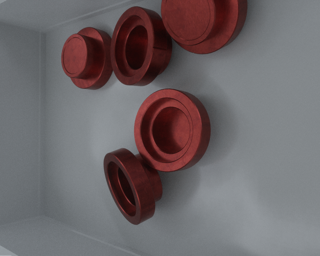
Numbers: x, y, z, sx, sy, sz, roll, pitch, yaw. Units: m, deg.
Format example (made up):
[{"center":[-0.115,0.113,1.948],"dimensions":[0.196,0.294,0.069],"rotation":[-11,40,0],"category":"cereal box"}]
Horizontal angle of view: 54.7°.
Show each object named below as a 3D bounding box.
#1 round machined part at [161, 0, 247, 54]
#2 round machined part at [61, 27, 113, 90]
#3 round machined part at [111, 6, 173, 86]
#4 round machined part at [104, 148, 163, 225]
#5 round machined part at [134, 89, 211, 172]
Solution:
[{"center":[0.040,-0.128,0.338],"dimensions":[0.098,0.042,0.097],"rotation":[22,128,31],"category":"round machined part"},{"center":[-0.120,-0.111,0.492],"dimensions":[0.098,0.042,0.097],"rotation":[0,90,39],"category":"round machined part"},{"center":[-0.021,-0.103,0.403],"dimensions":[0.098,0.042,0.097],"rotation":[2,93,51],"category":"round machined part"},{"center":[-0.032,0.072,0.404],"dimensions":[0.098,0.042,0.097],"rotation":[37,138,44],"category":"round machined part"},{"center":[0.019,0.003,0.377],"dimensions":[0.098,0.042,0.097],"rotation":[-1,88,37],"category":"round machined part"}]
